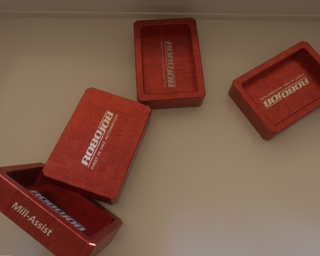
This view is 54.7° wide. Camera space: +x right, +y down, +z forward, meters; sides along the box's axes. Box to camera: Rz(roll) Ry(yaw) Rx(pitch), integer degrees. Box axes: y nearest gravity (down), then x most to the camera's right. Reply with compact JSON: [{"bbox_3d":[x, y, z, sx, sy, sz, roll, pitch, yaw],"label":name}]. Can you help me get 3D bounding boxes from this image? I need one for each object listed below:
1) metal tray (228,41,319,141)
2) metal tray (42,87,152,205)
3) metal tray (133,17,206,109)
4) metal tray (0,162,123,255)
[{"bbox_3d":[0.174,-0.053,0.427,0.131,0.030,0.090,-30,73,-11],"label":"metal tray"},{"bbox_3d":[-0.073,0.019,0.387,0.090,0.030,0.130,19,63,4],"label":"metal tray"},{"bbox_3d":[0.011,-0.093,0.440,0.091,0.030,0.130,-4,70,-2],"label":"metal tray"},{"bbox_3d":[-0.113,0.088,0.339,0.130,0.090,0.030,33,94,11],"label":"metal tray"}]
